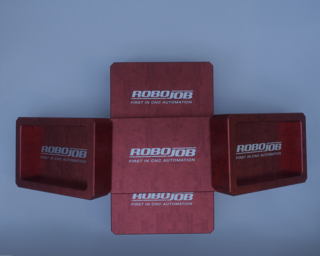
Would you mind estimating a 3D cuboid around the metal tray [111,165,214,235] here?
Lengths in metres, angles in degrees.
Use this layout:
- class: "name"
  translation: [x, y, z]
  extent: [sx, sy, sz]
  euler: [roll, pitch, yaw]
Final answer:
- class: "metal tray"
  translation: [0.003, 0.090, 0.406]
  extent: [0.131, 0.030, 0.089]
  euler: [0, 90, -1]

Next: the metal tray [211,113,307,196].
- class: "metal tray"
  translation: [0.124, 0.027, 0.377]
  extent: [0.131, 0.030, 0.089]
  euler: [-2, 91, -30]

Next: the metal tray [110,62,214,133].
- class: "metal tray"
  translation: [0.003, -0.039, 0.406]
  extent: [0.131, 0.030, 0.089]
  euler: [0, 90, -1]

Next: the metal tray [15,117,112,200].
- class: "metal tray"
  translation: [-0.120, 0.032, 0.376]
  extent: [0.130, 0.030, 0.089]
  euler: [2, 91, 29]

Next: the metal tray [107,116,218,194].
- class: "metal tray"
  translation: [0.003, 0.032, 0.377]
  extent: [0.131, 0.030, 0.089]
  euler: [-1, 90, -1]
